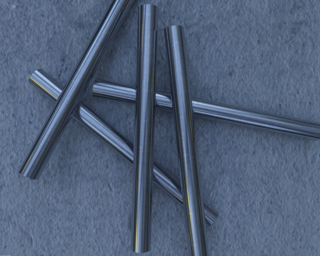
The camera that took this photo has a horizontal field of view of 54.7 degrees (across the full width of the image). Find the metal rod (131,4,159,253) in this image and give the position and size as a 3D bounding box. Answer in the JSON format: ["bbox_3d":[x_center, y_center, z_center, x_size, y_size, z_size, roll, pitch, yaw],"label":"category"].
[{"bbox_3d":[-0.019,0.001,0.383,0.025,0.025,0.298,2,90,-1],"label":"metal rod"}]

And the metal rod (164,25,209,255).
[{"bbox_3d":[0.034,0.025,0.384,0.025,0.025,0.298,-6,90,0],"label":"metal rod"}]

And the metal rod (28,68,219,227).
[{"bbox_3d":[-0.047,0.026,0.409,0.300,0.025,0.025,39,90,-1],"label":"metal rod"}]

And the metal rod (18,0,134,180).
[{"bbox_3d":[-0.092,-0.077,0.389,0.025,0.025,0.299,26,82,-1],"label":"metal rod"}]

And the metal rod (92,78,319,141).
[{"bbox_3d":[0.063,-0.024,0.410,0.302,0.025,0.025,11,90,-1],"label":"metal rod"}]
